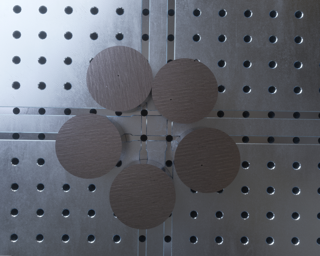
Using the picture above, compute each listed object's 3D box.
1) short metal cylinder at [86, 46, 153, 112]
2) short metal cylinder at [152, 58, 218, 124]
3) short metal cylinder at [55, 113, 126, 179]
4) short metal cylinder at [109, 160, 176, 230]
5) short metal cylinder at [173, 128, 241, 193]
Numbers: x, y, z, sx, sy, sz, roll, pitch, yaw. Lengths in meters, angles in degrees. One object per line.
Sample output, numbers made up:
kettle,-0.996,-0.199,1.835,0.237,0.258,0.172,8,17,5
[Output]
short metal cylinder,-0.049,-0.060,0.400,0.081,0.050,0.079,0,90,-1
short metal cylinder,0.030,-0.045,0.400,0.081,0.050,0.079,0,90,0
short metal cylinder,-0.086,0.022,0.400,0.081,0.050,0.079,0,90,0
short metal cylinder,-0.021,0.083,0.399,0.081,0.050,0.080,0,90,0
short metal cylinder,0.057,0.039,0.400,0.081,0.050,0.079,0,91,-1
